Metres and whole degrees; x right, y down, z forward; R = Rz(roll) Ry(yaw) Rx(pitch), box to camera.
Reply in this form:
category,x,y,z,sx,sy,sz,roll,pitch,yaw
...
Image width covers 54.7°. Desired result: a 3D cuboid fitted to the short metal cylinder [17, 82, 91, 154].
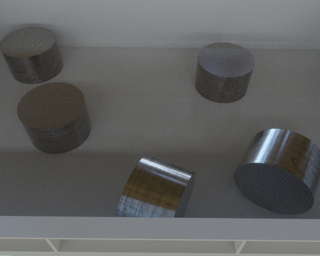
category,x,y,z,sx,sy,sz,roll,pitch,yaw
short metal cylinder,-0.133,-0.013,0.398,0.081,0.050,0.080,0,50,0

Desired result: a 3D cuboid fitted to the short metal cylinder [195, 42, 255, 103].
category,x,y,z,sx,sy,sz,roll,pitch,yaw
short metal cylinder,0.094,-0.083,0.460,0.081,0.050,0.080,0,50,0

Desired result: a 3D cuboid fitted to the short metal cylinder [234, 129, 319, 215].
category,x,y,z,sx,sy,sz,roll,pitch,yaw
short metal cylinder,0.127,0.047,0.332,0.080,0.080,0.050,24,54,19

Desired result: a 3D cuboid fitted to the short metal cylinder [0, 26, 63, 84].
category,x,y,z,sx,sy,sz,roll,pitch,yaw
short metal cylinder,-0.198,-0.114,0.482,0.081,0.050,0.080,0,50,0

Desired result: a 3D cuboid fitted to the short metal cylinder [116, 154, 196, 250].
category,x,y,z,sx,sy,sz,roll,pitch,yaw
short metal cylinder,-0.002,0.072,0.309,0.050,0.080,0.080,19,53,15
